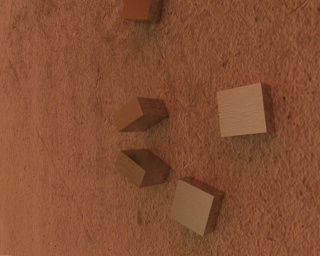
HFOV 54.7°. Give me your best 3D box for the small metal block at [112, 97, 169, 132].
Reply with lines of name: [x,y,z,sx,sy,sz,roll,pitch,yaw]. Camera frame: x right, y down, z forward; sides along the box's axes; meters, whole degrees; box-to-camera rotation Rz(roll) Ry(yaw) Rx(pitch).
small metal block: [-0.025,-0.016,0.410,0.050,0.050,0.025,-32,70,35]

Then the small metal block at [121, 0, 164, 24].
small metal block: [-0.022,-0.172,0.423,0.050,0.025,0.050,19,102,38]

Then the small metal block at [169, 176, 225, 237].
small metal block: [0.043,0.092,0.369,0.050,0.025,0.050,21,103,38]

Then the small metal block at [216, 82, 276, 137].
small metal block: [0.091,-0.018,0.330,0.050,0.025,0.050,-9,85,39]

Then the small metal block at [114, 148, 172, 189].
small metal block: [-0.022,0.051,0.407,0.050,0.050,0.025,34,111,35]
